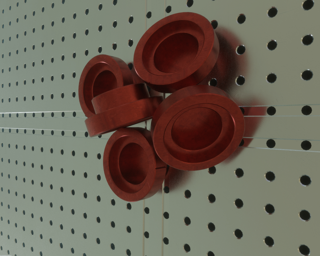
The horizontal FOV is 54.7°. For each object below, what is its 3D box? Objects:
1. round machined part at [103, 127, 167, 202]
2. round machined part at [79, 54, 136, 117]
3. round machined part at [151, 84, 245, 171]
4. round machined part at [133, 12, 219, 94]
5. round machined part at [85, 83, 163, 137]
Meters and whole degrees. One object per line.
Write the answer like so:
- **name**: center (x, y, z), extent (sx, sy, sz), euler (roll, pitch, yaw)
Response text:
- **round machined part**: center (-0.029, 0.047, 0.420), extent (0.098, 0.042, 0.097), euler (0, 91, 40)
- **round machined part**: center (-0.073, -0.056, 0.456), extent (0.098, 0.042, 0.097), euler (0, 90, 39)
- **round machined part**: center (0.038, -0.004, 0.340), extent (0.097, 0.099, 0.042), euler (-57, 25, 24)
- **round machined part**: center (0.022, -0.083, 0.363), extent (0.098, 0.042, 0.098), euler (-12, 61, 23)
- **round machined part**: center (-0.043, -0.024, 0.374), extent (0.098, 0.099, 0.042), euler (-18, 90, 38)
